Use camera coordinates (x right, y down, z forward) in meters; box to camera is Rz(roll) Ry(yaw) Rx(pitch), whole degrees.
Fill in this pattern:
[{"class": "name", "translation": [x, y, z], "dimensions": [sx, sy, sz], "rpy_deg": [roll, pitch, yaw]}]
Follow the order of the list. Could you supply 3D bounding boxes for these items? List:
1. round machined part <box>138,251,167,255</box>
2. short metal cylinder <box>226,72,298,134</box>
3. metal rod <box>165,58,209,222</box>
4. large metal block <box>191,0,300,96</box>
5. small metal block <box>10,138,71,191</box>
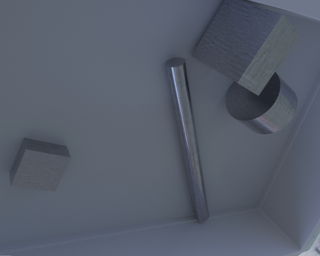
[{"class": "round machined part", "translation": [-0.021, 0.274, 0.560], "dimensions": [0.099, 0.042, 0.097], "rpy_deg": [-14, 124, -21]}, {"class": "short metal cylinder", "translation": [0.140, -0.037, 0.429], "dimensions": [0.050, 0.080, 0.080], "rpy_deg": [29, 103, -38]}, {"class": "metal rod", "translation": [0.046, 0.038, 0.459], "dimensions": [0.025, 0.025, 0.298], "rpy_deg": [-24, 128, -14]}, {"class": "large metal block", "translation": [0.098, -0.097, 0.364], "dimensions": [0.050, 0.080, 0.080], "rpy_deg": [17, 110, -46]}, {"class": "small metal block", "translation": [-0.140, 0.044, 0.360], "dimensions": [0.050, 0.025, 0.050], "rpy_deg": [16, 110, -35]}]
